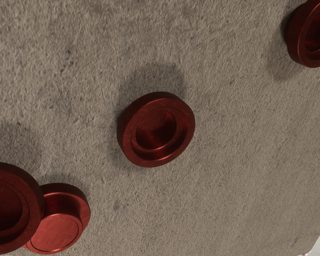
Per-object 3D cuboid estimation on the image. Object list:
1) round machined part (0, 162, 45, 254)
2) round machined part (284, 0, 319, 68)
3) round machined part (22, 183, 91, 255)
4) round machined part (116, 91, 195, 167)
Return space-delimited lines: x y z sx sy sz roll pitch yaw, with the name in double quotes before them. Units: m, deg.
"round machined part" -0.176 0.082 0.336 0.099 0.042 0.097 -2 103 -8
"round machined part" 0.215 -0.137 0.431 0.099 0.042 0.097 -14 125 -21
"round machined part" -0.138 0.122 0.397 0.099 0.042 0.097 -14 125 -21
"round machined part" -0.008 -0.002 0.392 0.099 0.042 0.097 -14 125 -21
